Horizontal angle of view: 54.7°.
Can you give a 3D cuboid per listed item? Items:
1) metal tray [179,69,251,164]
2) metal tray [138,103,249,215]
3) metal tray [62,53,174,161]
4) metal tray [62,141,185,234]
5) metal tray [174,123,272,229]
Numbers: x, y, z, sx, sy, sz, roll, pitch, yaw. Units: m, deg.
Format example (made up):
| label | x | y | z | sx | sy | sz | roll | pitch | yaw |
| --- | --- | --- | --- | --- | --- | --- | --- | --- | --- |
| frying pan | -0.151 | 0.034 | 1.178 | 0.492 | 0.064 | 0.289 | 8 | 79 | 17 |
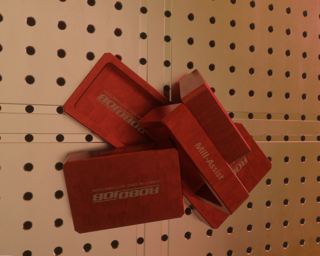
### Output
| label | x | y | z | sx | sy | sz | roll | pitch | yaw |
| --- | --- | --- | --- | --- | --- | --- | --- | --- | --- |
| metal tray | 0.062 | -0.021 | 0.381 | 0.030 | 0.130 | 0.090 | -34 | 103 | 12 |
| metal tray | 0.035 | 0.034 | 0.360 | 0.030 | 0.090 | 0.130 | -40 | 103 | -16 |
| metal tray | -0.044 | -0.020 | 0.394 | 0.130 | 0.030 | 0.090 | 38 | 78 | -17 |
| metal tray | -0.040 | 0.069 | 0.370 | 0.131 | 0.030 | 0.089 | -7 | 104 | -6 |
| metal tray | 0.089 | 0.065 | 0.443 | 0.130 | 0.030 | 0.090 | -43 | 104 | -15 |
